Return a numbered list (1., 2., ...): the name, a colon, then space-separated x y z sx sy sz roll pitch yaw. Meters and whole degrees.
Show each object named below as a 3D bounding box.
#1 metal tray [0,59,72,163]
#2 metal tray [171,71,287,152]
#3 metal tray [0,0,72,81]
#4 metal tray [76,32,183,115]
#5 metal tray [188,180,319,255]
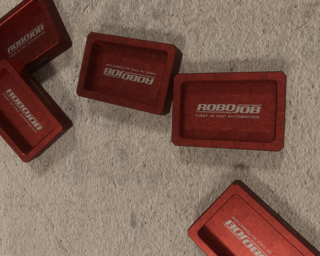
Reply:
1. metal tray: -0.205 -0.025 0.458 0.090 0.030 0.130 -39 92 18
2. metal tray: 0.082 -0.021 0.377 0.130 0.030 0.089 2 91 19
3. metal tray: -0.209 -0.135 0.477 0.130 0.030 0.090 -28 81 17
4. metal tray: -0.043 -0.074 0.420 0.130 0.030 0.089 14 95 19
5. metal tray: 0.110 0.138 0.367 0.130 0.030 0.090 43 103 14
